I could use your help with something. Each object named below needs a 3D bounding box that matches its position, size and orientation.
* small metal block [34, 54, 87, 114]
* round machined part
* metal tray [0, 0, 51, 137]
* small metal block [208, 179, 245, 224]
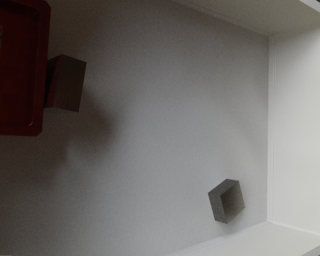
[{"bbox_3d":[-0.100,-0.041,0.308,0.025,0.050,0.050,13,82,-40],"label":"small metal block"},{"bbox_3d":[0.315,-0.026,0.666,0.099,0.042,0.097,0,90,-40],"label":"round machined part"},{"bbox_3d":[-0.151,-0.059,0.276,0.091,0.030,0.129,5,87,-40],"label":"metal tray"},{"bbox_3d":[0.108,0.117,0.501,0.050,0.025,0.050,-26,107,-37],"label":"small metal block"}]
